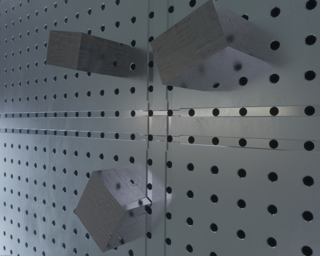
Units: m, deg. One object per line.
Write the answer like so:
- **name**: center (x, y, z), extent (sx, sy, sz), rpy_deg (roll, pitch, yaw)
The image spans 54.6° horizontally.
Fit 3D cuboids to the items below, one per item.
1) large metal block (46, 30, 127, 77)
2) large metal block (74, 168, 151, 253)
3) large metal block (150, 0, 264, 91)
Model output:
- **large metal block**: center (-0.111, -0.111, 0.467), extent (0.080, 0.081, 0.050), rpy_deg (17, 101, 39)
- **large metal block**: center (-0.071, 0.117, 0.453), extent (0.080, 0.050, 0.080), rpy_deg (41, 115, 32)
- **large metal block**: center (0.051, -0.082, 0.332), extent (0.080, 0.081, 0.050), rpy_deg (-25, 74, 37)
